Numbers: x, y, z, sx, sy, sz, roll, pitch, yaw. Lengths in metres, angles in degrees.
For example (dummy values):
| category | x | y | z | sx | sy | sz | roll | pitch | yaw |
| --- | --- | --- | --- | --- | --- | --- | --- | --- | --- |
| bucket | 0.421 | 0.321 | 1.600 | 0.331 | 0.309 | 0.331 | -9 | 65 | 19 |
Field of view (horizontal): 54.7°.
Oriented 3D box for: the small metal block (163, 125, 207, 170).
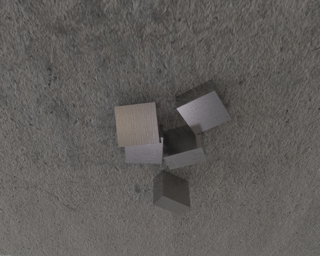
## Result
| category | x | y | z | sx | sy | sz | roll | pitch | yaw |
| --- | --- | --- | --- | --- | --- | --- | --- | --- | --- |
| small metal block | 0.032 | 0.023 | 0.411 | 0.050 | 0.050 | 0.025 | -16 | 128 | 13 |

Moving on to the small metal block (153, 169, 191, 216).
| category | x | y | z | sx | sy | sz | roll | pitch | yaw |
| --- | --- | --- | --- | --- | --- | --- | --- | --- | --- |
| small metal block | 0.018 | 0.099 | 0.475 | 0.050 | 0.050 | 0.025 | 28 | 125 | -22 |

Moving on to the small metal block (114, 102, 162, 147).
| category | x | y | z | sx | sy | sz | roll | pitch | yaw |
| --- | --- | --- | --- | --- | --- | --- | --- | --- | --- |
| small metal block | -0.027 | -0.004 | 0.386 | 0.050 | 0.025 | 0.050 | -6 | 87 | 5 |

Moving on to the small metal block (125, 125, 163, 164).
| category | x | y | z | sx | sy | sz | roll | pitch | yaw |
| --- | --- | --- | --- | --- | --- | --- | --- | --- | --- |
| small metal block | -0.022 | 0.023 | 0.426 | 0.050 | 0.025 | 0.050 | 2 | 130 | -2 |

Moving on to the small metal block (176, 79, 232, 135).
| category | x | y | z | sx | sy | sz | roll | pitch | yaw |
| --- | --- | --- | --- | --- | --- | --- | --- | --- | --- |
| small metal block | 0.054 | -0.025 | 0.386 | 0.050 | 0.025 | 0.050 | -25 | 126 | 19 |
